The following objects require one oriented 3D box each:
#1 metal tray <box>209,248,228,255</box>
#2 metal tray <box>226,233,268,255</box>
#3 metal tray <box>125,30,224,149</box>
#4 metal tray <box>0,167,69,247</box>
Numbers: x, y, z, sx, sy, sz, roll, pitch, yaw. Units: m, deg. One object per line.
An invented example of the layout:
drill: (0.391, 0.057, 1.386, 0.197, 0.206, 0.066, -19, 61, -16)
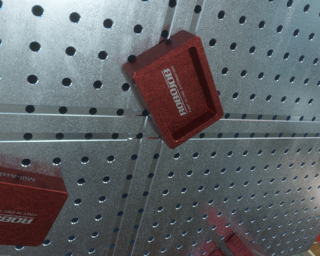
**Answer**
metal tray: (0.104, 0.328, 0.670, 0.130, 0.030, 0.090, -41, 130, 0)
metal tray: (0.205, 0.282, 0.659, 0.030, 0.090, 0.130, -48, 129, 6)
metal tray: (0.024, -0.044, 0.394, 0.090, 0.030, 0.130, -33, 129, -7)
metal tray: (-0.188, 0.092, 0.363, 0.131, 0.030, 0.090, 20, 108, -36)
